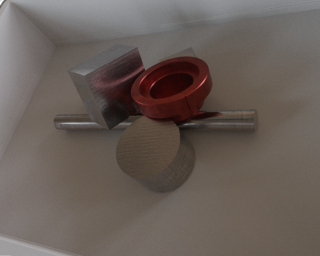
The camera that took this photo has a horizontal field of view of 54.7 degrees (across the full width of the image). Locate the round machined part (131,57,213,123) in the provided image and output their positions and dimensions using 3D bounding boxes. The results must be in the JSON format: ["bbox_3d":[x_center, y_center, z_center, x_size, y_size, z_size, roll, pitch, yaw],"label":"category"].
[{"bbox_3d":[0.017,-0.044,0.385,0.098,0.042,0.098,-15,39,12],"label":"round machined part"}]

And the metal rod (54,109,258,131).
[{"bbox_3d":[-0.025,-0.009,0.419,0.300,0.025,0.025,0,62,27],"label":"metal rod"}]

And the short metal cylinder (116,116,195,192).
[{"bbox_3d":[-0.004,0.030,0.369,0.080,0.050,0.080,-13,56,20],"label":"short metal cylinder"}]

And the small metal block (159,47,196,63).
[{"bbox_3d":[0.029,-0.080,0.437,0.050,0.025,0.050,-19,54,16],"label":"small metal block"}]

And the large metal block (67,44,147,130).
[{"bbox_3d":[-0.063,-0.057,0.416,0.080,0.080,0.050,-36,36,-25],"label":"large metal block"}]
